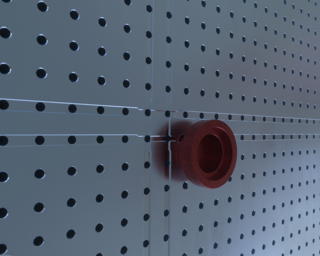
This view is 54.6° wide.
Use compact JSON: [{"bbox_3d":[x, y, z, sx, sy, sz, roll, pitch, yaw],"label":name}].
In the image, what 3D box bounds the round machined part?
[{"bbox_3d":[0.065,0.037,0.452,0.099,0.042,0.097,0,90,-40],"label":"round machined part"}]
